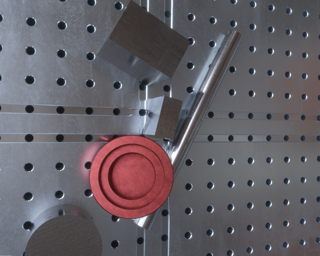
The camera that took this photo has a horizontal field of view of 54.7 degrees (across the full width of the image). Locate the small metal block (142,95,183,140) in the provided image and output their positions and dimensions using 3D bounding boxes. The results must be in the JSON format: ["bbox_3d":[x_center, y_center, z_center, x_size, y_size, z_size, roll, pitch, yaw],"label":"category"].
[{"bbox_3d":[0.002,-0.013,0.401,0.025,0.050,0.050,16,85,-20],"label":"small metal block"}]

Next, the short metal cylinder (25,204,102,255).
[{"bbox_3d":[-0.111,0.134,0.359,0.081,0.050,0.079,0,90,-20],"label":"short metal cylinder"}]

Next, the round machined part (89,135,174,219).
[{"bbox_3d":[-0.034,0.059,0.382,0.099,0.042,0.097,1,83,-4],"label":"round machined part"}]

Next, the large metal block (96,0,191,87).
[{"bbox_3d":[-0.023,-0.096,0.376,0.080,0.080,0.050,30,80,-18],"label":"large metal block"}]

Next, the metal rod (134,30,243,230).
[{"bbox_3d":[0.043,-0.004,0.429,0.025,0.025,0.299,30,80,-18],"label":"metal rod"}]
